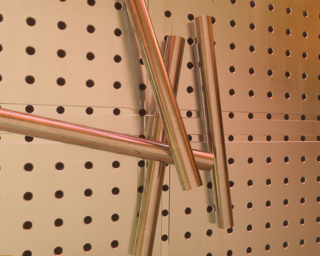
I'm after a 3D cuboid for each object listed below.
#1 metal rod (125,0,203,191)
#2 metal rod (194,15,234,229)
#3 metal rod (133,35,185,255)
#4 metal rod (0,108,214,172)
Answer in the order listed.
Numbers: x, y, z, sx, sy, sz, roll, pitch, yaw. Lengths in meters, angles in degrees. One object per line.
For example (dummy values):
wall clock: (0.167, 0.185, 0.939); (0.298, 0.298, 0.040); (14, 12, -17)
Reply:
metal rod: (-0.005, -0.072, 0.379); (0.025, 0.025, 0.299); (-15, 83, -20)
metal rod: (0.077, -0.006, 0.442); (0.025, 0.025, 0.298); (-8, 93, -20)
metal rod: (-0.001, 0.026, 0.413); (0.025, 0.025, 0.298); (10, 87, -20)
metal rod: (-0.079, 0.012, 0.367); (0.302, 0.025, 0.025); (13, 86, -14)
